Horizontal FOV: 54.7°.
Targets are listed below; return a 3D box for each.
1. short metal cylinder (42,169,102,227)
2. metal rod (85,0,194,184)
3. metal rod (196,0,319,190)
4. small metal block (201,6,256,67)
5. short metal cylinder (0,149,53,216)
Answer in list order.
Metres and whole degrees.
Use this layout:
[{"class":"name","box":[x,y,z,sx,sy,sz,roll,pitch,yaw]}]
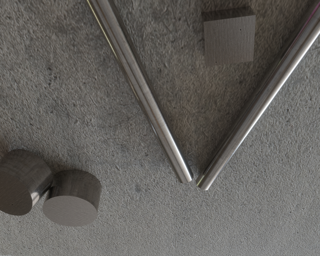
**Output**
[{"class":"short metal cylinder","box":[-0.135,0.110,0.483,0.081,0.050,0.079,0,130,0]},{"class":"metal rod","box":[-0.014,-0.032,0.379,0.025,0.025,0.299,-16,129,13]},{"class":"metal rod","box":[0.117,-0.021,0.390,0.025,0.025,0.298,15,129,-13]},{"class":"small metal block","box":[0.071,-0.096,0.326,0.050,0.025,0.050,-6,130,5]},{"class":"short metal cylinder","box":[-0.202,0.077,0.439,0.080,0.050,0.079,7,120,12]}]
